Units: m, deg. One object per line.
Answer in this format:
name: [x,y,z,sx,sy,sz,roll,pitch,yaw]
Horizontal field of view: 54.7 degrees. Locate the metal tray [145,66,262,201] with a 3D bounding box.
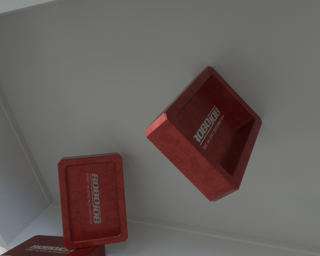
metal tray: [0.052,-0.002,0.312,0.090,0.131,0.030,46,129,-4]

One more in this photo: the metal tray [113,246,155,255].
metal tray: [-0.027,0.291,0.603,0.090,0.030,0.130,-25,105,36]

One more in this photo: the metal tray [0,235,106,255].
metal tray: [-0.157,0.191,0.449,0.130,0.090,0.030,-4,93,19]

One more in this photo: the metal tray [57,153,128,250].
metal tray: [-0.098,0.106,0.459,0.091,0.030,0.129,-4,93,-12]
